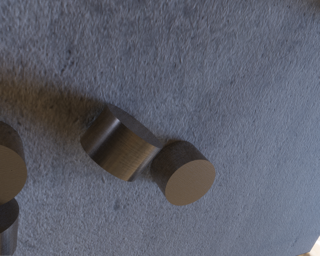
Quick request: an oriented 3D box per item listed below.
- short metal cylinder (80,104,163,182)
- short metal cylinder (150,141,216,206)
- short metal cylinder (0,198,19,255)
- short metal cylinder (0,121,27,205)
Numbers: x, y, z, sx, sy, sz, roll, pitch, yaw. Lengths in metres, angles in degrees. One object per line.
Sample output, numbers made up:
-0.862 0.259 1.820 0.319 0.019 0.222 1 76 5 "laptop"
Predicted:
-0.044 0.016 0.359 0.080 0.080 0.050 33 99 -39 "short metal cylinder"
0.033 0.065 0.451 0.081 0.050 0.079 -14 125 -21 "short metal cylinder"
-0.197 0.110 0.332 0.081 0.080 0.050 0 118 -29 "short metal cylinder"
-0.181 0.036 0.314 0.081 0.050 0.079 -14 125 -21 "short metal cylinder"
